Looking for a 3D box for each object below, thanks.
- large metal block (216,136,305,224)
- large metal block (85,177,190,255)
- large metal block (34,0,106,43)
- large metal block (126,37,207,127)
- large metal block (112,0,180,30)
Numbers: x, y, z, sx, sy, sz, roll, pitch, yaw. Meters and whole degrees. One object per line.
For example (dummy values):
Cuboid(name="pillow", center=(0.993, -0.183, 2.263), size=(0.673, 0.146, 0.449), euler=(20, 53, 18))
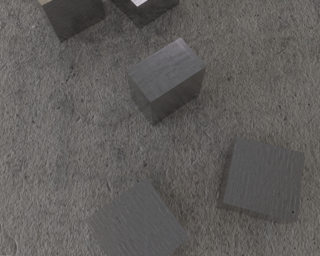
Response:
Cuboid(name="large metal block", center=(0.119, 0.064, 0.372), size=(0.080, 0.050, 0.080), euler=(14, 71, 5))
Cuboid(name="large metal block", center=(-0.024, 0.115, 0.352), size=(0.080, 0.050, 0.080), euler=(-34, 74, -12))
Cuboid(name="large metal block", center=(-0.131, -0.182, 0.444), size=(0.080, 0.080, 0.050), euler=(-34, 74, -11))
Cuboid(name="large metal block", center=(0.008, -0.056, 0.399), size=(0.080, 0.080, 0.050), euler=(-34, 74, -12))
Cuboid(name="large metal block", center=(-0.026, -0.213, 0.472), size=(0.080, 0.050, 0.080), euler=(-38, 74, -13))
